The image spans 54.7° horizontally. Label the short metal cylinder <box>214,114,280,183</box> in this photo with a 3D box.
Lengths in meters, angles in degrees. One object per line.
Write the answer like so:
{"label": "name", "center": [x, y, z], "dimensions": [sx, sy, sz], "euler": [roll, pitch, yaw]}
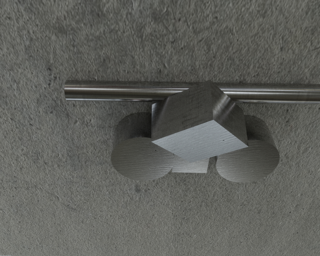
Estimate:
{"label": "short metal cylinder", "center": [0.113, 0.028, 0.417], "dimensions": [0.081, 0.050, 0.079], "euler": [0, 130, 0]}

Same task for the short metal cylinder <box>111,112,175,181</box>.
{"label": "short metal cylinder", "center": [-0.022, 0.025, 0.413], "dimensions": [0.081, 0.050, 0.079], "euler": [0, 130, 0]}

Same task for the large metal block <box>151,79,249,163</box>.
{"label": "large metal block", "center": [0.047, -0.003, 0.367], "dimensions": [0.080, 0.050, 0.080], "euler": [-21, 145, 33]}

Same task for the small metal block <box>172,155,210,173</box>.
{"label": "small metal block", "center": [0.043, 0.038, 0.442], "dimensions": [0.050, 0.025, 0.050], "euler": [1, 130, -2]}

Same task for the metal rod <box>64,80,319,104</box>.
{"label": "metal rod", "center": [0.041, -0.043, 0.372], "dimensions": [0.302, 0.025, 0.025], "euler": [1, 130, -1]}
